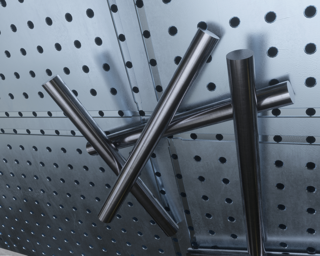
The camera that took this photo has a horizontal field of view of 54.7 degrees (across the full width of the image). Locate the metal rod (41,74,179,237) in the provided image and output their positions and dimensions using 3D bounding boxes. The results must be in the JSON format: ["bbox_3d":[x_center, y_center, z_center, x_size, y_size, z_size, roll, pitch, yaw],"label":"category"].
[{"bbox_3d":[-0.059,0.053,0.444,0.025,0.025,0.299,-18,118,35],"label":"metal rod"}]

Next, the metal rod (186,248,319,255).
[{"bbox_3d":[0.174,0.187,0.434,0.300,0.025,0.025,-11,113,32],"label":"metal rod"}]

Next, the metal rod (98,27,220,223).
[{"bbox_3d":[-0.015,0.016,0.391,0.025,0.025,0.298,33,117,6],"label":"metal rod"}]

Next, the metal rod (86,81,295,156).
[{"bbox_3d":[0.014,-0.003,0.400,0.300,0.025,0.025,-16,110,34],"label":"metal rod"}]

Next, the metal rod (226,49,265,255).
[{"bbox_3d":[0.106,0.053,0.366,0.025,0.025,0.298,3,127,26],"label":"metal rod"}]
